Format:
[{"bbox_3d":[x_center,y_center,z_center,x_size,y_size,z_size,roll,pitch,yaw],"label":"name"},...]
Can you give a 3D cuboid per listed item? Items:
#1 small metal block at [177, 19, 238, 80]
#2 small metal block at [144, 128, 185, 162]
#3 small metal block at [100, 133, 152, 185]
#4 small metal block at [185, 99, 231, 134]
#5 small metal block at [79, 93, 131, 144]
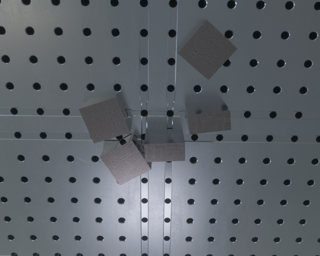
[{"bbox_3d":[0.056,-0.096,0.379,0.050,0.025,0.050,39,105,-13],"label":"small metal block"},{"bbox_3d":[0.006,0.022,0.408,0.050,0.050,0.025,-2,110,1],"label":"small metal block"},{"bbox_3d":[-0.046,0.043,0.429,0.050,0.025,0.050,-28,108,10],"label":"small metal block"},{"bbox_3d":[0.060,-0.015,0.395,0.050,0.050,0.025,-6,110,2],"label":"small metal block"},{"bbox_3d":[-0.071,-0.013,0.408,0.050,0.025,0.050,-17,109,6],"label":"small metal block"}]
